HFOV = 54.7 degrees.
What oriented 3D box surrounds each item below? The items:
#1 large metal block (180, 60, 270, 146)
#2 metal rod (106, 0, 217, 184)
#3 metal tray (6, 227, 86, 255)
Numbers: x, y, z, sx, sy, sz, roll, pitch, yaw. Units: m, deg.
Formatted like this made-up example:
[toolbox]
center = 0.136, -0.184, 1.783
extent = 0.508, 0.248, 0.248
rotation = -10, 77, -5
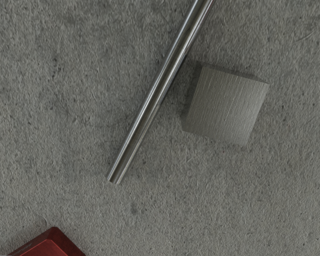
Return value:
[large metal block]
center = 0.076, -0.032, 0.386
extent = 0.081, 0.050, 0.079
rotation = 14, 109, -6
[metal rod]
center = 0.002, -0.055, 0.389
extent = 0.025, 0.025, 0.298
rotation = 25, 108, -9
[metal tray]
center = -0.188, 0.223, 0.487
extent = 0.130, 0.030, 0.090
rotation = -33, 107, 11
